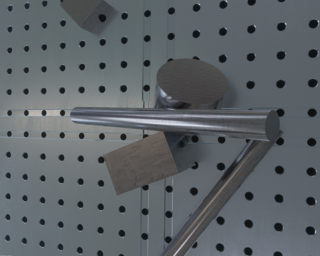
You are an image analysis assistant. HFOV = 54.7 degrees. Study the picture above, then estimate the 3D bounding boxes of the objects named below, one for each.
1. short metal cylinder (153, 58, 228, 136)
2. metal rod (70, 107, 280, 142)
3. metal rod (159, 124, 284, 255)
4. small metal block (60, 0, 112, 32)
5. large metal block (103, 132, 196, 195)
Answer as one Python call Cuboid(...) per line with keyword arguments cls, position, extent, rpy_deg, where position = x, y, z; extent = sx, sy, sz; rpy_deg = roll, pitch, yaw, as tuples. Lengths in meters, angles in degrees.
Cuboid(cls="short metal cylinder", position=(0.034, -0.038, 0.364), extent=(0.080, 0.080, 0.050), rpy_deg=(28, 140, 17))
Cuboid(cls="metal rod", position=(-0.016, -0.010, 0.351), extent=(0.300, 0.025, 0.025), rpy_deg=(5, 92, 45))
Cuboid(cls="metal rod", position=(0.051, 0.118, 0.394), extent=(0.025, 0.025, 0.299), rpy_deg=(38, 102, 16))
Cuboid(cls="small metal block", position=(-0.108, -0.178, 0.451), extent=(0.050, 0.025, 0.050), rpy_deg=(-45, 76, 14))
Cuboid(cls="large metal block", position=(-0.010, 0.040, 0.387), extent=(0.080, 0.080, 0.050), rpy_deg=(-23, 83, 18))
